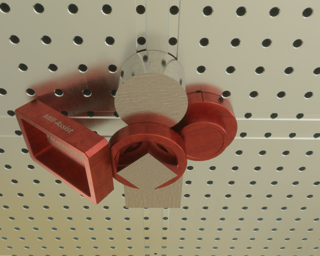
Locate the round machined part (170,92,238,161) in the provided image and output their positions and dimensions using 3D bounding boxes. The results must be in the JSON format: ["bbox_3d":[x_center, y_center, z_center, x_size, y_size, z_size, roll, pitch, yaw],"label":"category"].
[{"bbox_3d":[0.052,0.005,0.404,0.099,0.042,0.097,0,130,0],"label":"round machined part"}]

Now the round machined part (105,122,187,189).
[{"bbox_3d":[-0.017,0.030,0.388,0.099,0.042,0.097,0,130,0],"label":"round machined part"}]

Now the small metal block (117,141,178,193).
[{"bbox_3d":[-0.015,0.046,0.369,0.050,0.025,0.050,-34,123,25],"label":"small metal block"}]

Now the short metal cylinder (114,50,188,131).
[{"bbox_3d":[-0.010,-0.042,0.359,0.081,0.050,0.079,0,130,0],"label":"short metal cylinder"}]

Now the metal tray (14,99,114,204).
[{"bbox_3d":[-0.118,0.028,0.384,0.130,0.030,0.089,26,136,26],"label":"metal tray"}]

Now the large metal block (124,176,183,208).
[{"bbox_3d":[-0.010,0.072,0.453,0.081,0.050,0.079,0,130,-1],"label":"large metal block"}]
